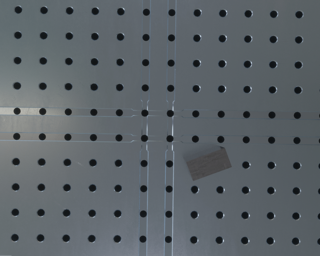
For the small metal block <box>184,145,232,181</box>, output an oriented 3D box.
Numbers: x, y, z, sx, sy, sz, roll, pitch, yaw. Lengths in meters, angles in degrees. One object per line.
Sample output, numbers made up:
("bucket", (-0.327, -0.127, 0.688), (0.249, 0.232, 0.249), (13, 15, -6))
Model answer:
("small metal block", (0.060, 0.044, 0.401), (0.050, 0.050, 0.025), (-20, 90, 0))
